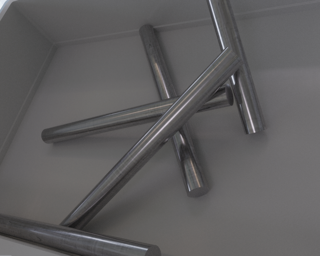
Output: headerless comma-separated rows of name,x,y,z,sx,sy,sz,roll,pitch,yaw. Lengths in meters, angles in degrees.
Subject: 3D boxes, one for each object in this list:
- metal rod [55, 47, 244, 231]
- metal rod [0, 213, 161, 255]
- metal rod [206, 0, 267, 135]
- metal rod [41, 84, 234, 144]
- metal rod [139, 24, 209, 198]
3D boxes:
metal rod,-0.023,0.030,0.354,0.299,0.025,0.025,-46,50,13
metal rod,-0.126,0.125,0.361,0.300,0.025,0.025,-4,59,37
metal rod,0.069,-0.139,0.358,0.025,0.025,0.298,-16,86,19
metal rod,-0.051,-0.012,0.416,0.300,0.025,0.025,-11,57,30
metal rod,0.010,-0.046,0.428,0.025,0.025,0.299,-25,53,13
